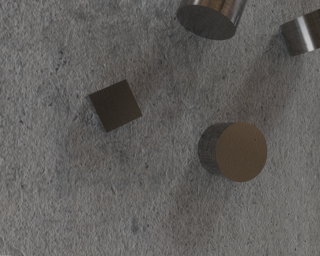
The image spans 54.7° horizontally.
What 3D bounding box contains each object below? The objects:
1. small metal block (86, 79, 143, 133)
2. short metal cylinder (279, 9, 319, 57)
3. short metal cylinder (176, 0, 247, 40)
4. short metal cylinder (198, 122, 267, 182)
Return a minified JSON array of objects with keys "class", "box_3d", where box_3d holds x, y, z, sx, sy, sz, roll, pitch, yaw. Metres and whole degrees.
[{"class":"small metal block","box_3d":[-0.057,-0.027,0.388,0.050,0.025,0.050,-27,99,-18]},{"class":"short metal cylinder","box_3d":[0.227,-0.146,0.463,0.081,0.080,0.050,-26,99,-18]},{"class":"short metal cylinder","box_3d":[0.068,-0.158,0.405,0.080,0.080,0.050,23,82,-19]},{"class":"short metal cylinder","box_3d":[0.101,0.032,0.433,0.081,0.050,0.079,0,90,-20]}]
